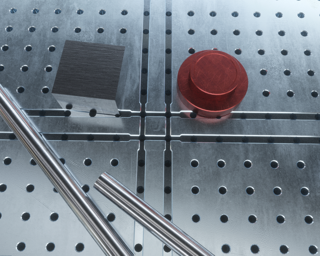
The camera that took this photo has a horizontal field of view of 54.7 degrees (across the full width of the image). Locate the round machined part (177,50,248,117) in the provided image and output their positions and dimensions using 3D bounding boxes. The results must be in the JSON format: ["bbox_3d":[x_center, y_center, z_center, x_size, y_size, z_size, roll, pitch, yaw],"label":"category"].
[{"bbox_3d":[0.073,-0.068,0.428,0.099,0.042,0.098,0,70,-1],"label":"round machined part"}]

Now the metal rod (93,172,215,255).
[{"bbox_3d":[0.046,0.150,0.357,0.300,0.025,0.025,35,74,11],"label":"metal rod"}]

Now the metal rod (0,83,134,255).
[{"bbox_3d":[-0.138,0.048,0.392,0.025,0.025,0.300,-39,75,-13],"label":"metal rod"}]

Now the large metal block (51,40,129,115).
[{"bbox_3d":[-0.091,-0.068,0.422,0.080,0.050,0.080,7,70,2],"label":"large metal block"}]
